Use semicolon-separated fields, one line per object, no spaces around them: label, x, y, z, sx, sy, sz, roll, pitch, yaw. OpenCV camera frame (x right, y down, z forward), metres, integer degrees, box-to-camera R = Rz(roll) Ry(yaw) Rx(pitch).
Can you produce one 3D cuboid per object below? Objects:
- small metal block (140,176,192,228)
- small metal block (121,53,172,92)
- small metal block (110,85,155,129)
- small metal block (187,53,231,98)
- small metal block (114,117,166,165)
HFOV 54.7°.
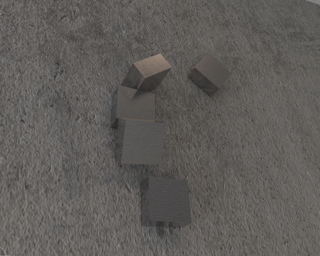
small metal block;0.006;0.085;0.355;0.050;0.025;0.050;11;57;-23
small metal block;-0.019;-0.069;0.419;0.050;0.050;0.025;-30;78;-38
small metal block;-0.035;-0.023;0.399;0.050;0.025;0.050;12;57;-22
small metal block;0.079;-0.085;0.498;0.050;0.025;0.050;41;51;0
small metal block;-0.023;0.016;0.366;0.050;0.025;0.050;4;95;-26
